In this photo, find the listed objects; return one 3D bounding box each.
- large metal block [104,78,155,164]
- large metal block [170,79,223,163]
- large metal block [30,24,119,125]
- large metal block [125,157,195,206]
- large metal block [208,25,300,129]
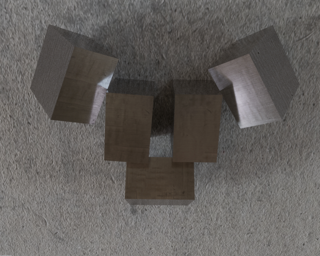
[{"bbox_3d":[-0.035,-0.012,0.377,0.050,0.080,0.079,5,110,-2],"label":"large metal block"},{"bbox_3d":[0.040,-0.012,0.378,0.050,0.080,0.079,1,110,-1],"label":"large metal block"},{"bbox_3d":[-0.100,-0.060,0.349,0.050,0.080,0.079,7,115,-42],"label":"large metal block"},{"bbox_3d":[0.000,0.071,0.401,0.081,0.080,0.050,1,71,-1],"label":"large metal block"},{"bbox_3d":[0.111,-0.058,0.355,0.050,0.080,0.080,-15,114,45],"label":"large metal block"}]
